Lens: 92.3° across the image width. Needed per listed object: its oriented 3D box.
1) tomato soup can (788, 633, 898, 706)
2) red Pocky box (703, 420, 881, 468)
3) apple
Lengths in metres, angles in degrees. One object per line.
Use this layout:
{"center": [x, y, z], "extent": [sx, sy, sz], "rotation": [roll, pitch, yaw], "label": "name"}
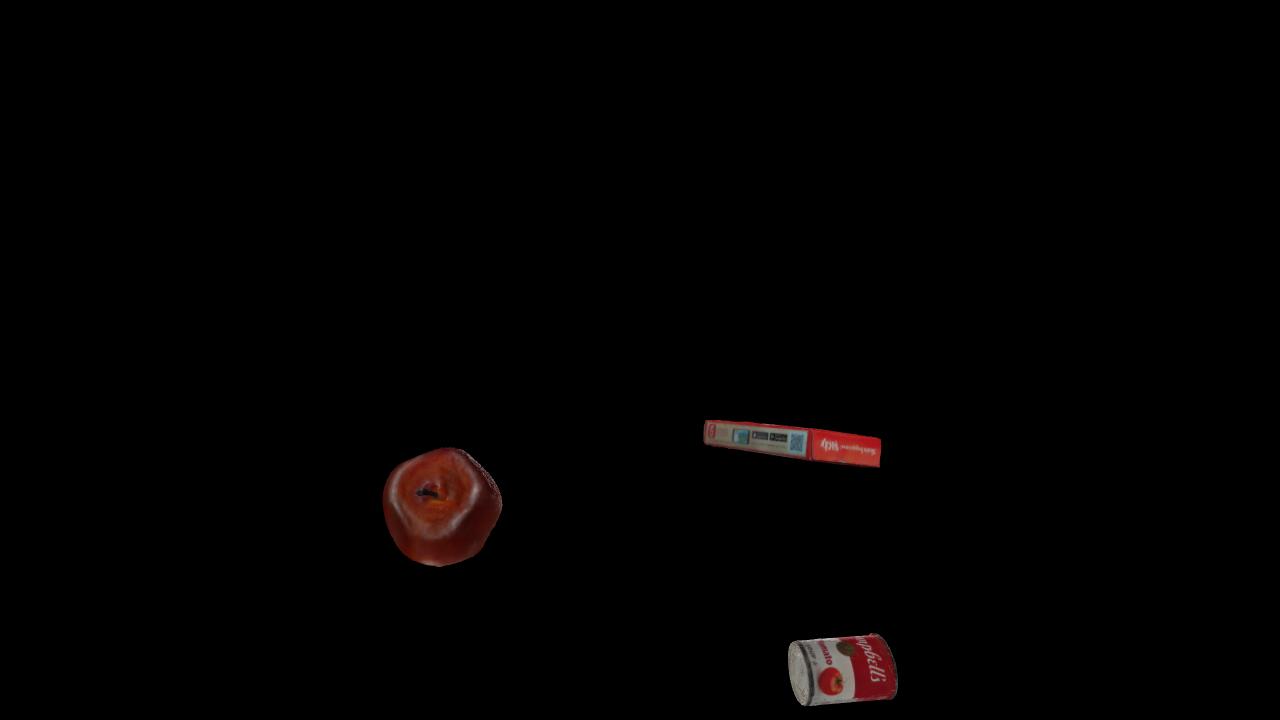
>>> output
{"center": [0.225, 0.348, 0.692], "extent": [0.101, 0.068, 0.068], "rotation": [-2, 0, -6], "label": "tomato soup can"}
{"center": [0.136, 0.076, 0.572], "extent": [0.083, 0.028, 0.155], "rotation": [12, -8, -28], "label": "red Pocky box"}
{"center": [-0.135, 0.102, 0.423], "extent": [0.079, 0.079, 0.093], "rotation": [0, -30, -3], "label": "apple"}
